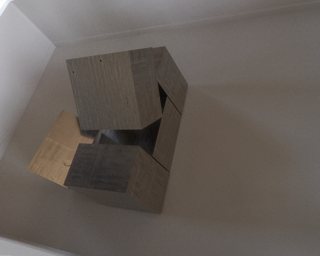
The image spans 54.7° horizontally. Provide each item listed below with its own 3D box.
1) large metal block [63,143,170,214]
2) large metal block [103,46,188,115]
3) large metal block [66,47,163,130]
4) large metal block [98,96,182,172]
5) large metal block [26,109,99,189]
[{"bbox_3d":[-0.046,0.058,0.354,0.080,0.080,0.050,0,62,28],"label":"large metal block"},{"bbox_3d":[-0.018,-0.057,0.411,0.080,0.080,0.050,-1,61,27],"label":"large metal block"},{"bbox_3d":[-0.049,-0.043,0.347,0.080,0.079,0.050,-1,17,27],"label":"large metal block"},{"bbox_3d":[-0.025,0.008,0.397,0.080,0.050,0.080,-1,61,27],"label":"large metal block"},{"bbox_3d":[-0.121,0.032,0.400,0.050,0.080,0.080,28,72,-8],"label":"large metal block"}]
